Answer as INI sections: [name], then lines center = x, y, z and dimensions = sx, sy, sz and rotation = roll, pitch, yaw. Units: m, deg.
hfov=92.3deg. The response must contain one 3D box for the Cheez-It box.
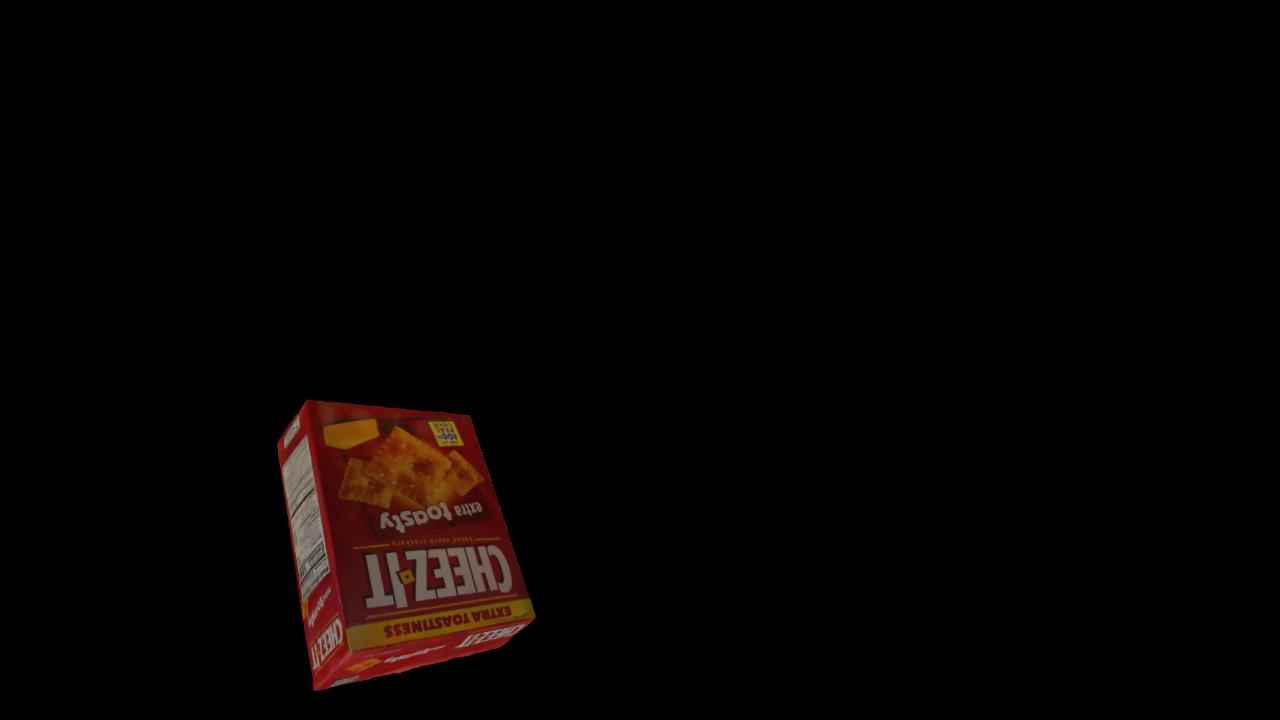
[Cheez-It box]
center = -0.204, 0.145, 0.534
dimensions = 0.166, 0.223, 0.071
rotation = 13, -50, -48
